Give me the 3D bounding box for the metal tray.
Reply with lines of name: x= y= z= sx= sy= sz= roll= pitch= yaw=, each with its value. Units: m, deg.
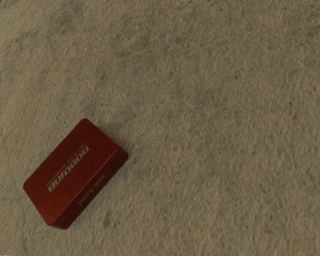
metal tray: x=-0.116 y=0.059 z=0.424 sx=0.130 sy=0.030 sz=0.090 roll=-49 pitch=52 yaw=-7
